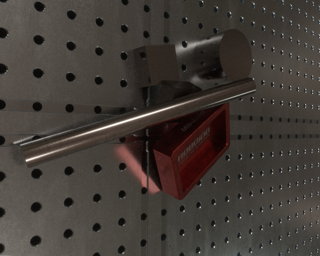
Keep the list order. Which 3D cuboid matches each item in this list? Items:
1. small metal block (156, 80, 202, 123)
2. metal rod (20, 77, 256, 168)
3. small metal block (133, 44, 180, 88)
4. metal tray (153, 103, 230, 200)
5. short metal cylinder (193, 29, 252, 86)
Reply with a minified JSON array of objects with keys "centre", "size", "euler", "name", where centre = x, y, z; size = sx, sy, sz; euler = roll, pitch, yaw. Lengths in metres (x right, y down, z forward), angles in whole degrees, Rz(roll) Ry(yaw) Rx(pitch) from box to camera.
[{"centre":[0.023,-0.035,0.415],"size":[0.050,0.025,0.050],"euler":[-5,123,-44],"name":"small metal block"},{"centre":[-0.003,-0.016,0.367],"size":[0.302,0.025,0.025],"euler":[-19,102,-26],"name":"metal rod"},{"centre":[-0.004,-0.082,0.408],"size":[0.050,0.025,0.050],"euler":[-15,100,-39],"name":"small metal block"},{"centre":[0.050,0.025,0.430],"size":[0.131,0.030,0.089],"euler":[-41,136,-33],"name":"metal tray"},{"centre":[0.097,-0.106,0.477],"size":[0.081,0.050,0.079],"euler":[0,90,-40],"name":"short metal cylinder"}]
